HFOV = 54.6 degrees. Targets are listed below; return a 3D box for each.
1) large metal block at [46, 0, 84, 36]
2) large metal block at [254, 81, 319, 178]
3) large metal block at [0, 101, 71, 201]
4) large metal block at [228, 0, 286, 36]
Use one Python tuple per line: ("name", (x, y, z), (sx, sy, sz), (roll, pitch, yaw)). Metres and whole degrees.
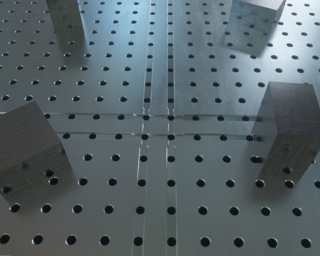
("large metal block", (-0.173, -0.227, 0.562), (0.050, 0.080, 0.080), (-10, 51, -8))
("large metal block", (0.150, 0.002, 0.371), (0.050, 0.080, 0.080), (5, 50, 4))
("large metal block", (-0.166, 0.024, 0.370), (0.080, 0.050, 0.080), (-28, 56, -22))
("large metal block", (0.185, -0.227, 0.583), (0.080, 0.050, 0.080), (24, 54, 18))
